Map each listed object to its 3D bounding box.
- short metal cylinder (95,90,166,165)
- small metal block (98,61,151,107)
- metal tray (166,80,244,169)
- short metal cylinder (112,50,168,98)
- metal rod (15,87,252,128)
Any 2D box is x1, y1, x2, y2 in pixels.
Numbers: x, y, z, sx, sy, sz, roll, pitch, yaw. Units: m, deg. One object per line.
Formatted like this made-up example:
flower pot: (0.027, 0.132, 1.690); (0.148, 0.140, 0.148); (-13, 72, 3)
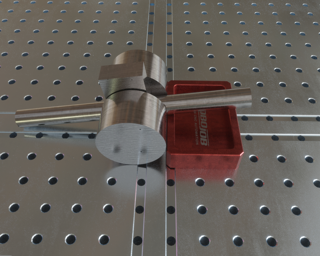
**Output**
short metal cylinder: (-0.033, 0.001, 0.370); (0.080, 0.080, 0.050); (1, 50, 1)
small metal block: (-0.040, -0.049, 0.371); (0.050, 0.050, 0.025); (-5, 50, 7)
metal tray: (0.054, -0.009, 0.412); (0.091, 0.030, 0.130); (1, 50, 1)
short metal cylinder: (-0.030, -0.058, 0.418); (0.081, 0.080, 0.050); (1, 50, 0)
metal rod: (-0.039, -0.025, 0.398); (0.301, 0.025, 0.025); (-5, 50, 7)
